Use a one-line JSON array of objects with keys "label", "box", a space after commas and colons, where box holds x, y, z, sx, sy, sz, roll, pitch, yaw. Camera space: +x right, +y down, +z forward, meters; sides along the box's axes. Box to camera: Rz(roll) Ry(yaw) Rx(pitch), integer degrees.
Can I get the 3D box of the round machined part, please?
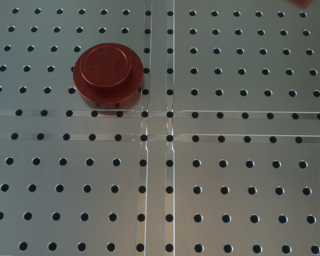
[{"label": "round machined part", "box": [-0.072, -0.078, 0.431, 0.099, 0.042, 0.098, 0, 70, 0]}]
